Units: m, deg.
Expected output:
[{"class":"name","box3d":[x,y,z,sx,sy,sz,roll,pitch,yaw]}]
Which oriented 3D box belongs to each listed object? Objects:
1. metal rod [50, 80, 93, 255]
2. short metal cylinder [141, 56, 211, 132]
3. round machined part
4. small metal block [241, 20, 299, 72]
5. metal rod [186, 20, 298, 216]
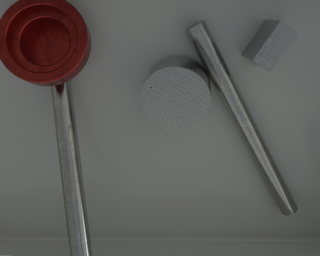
[{"class":"metal rod","box3d":[-0.104,0.077,0.373,0.025,0.025,0.298,-9,85,3]},{"class":"short metal cylinder","box3d":[0.021,-0.042,0.376,0.080,0.050,0.079,3,116,7]},{"class":"round machined part","box3d":[-0.127,-0.096,0.353,0.099,0.042,0.097,0,87,-1]},{"class":"small metal block","box3d":[0.127,-0.098,0.364,0.025,0.050,0.050,30,107,-11]},{"class":"metal rod","box3d":[0.116,-0.001,0.412,0.025,0.025,0.299,-29,108,10]}]
